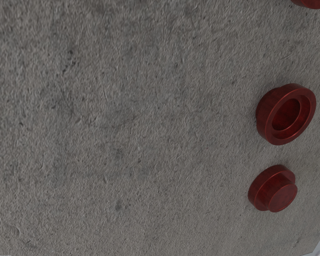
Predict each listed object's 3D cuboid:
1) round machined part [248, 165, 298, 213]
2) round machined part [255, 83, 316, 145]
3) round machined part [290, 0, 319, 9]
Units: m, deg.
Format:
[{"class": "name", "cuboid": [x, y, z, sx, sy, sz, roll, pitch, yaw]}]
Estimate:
[{"class": "round machined part", "cuboid": [0.221, 0.122, 0.592, 0.099, 0.042, 0.097, -14, 124, -21]}, {"class": "round machined part", "cuboid": [0.190, -0.025, 0.484, 0.099, 0.042, 0.097, -14, 124, -21]}, {"class": "round machined part", "cuboid": [0.188, -0.199, 0.375, 0.099, 0.042, 0.097, -14, 124, -21]}]
